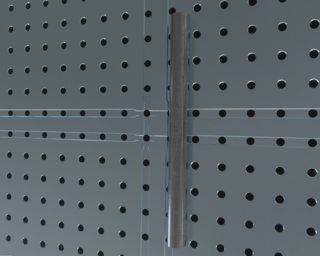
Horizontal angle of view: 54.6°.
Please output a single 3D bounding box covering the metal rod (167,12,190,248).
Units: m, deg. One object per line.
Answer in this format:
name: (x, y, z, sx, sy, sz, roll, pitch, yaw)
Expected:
metal rod: (0.024, 0.003, 0.404, 0.025, 0.025, 0.298, 1, 90, 20)
